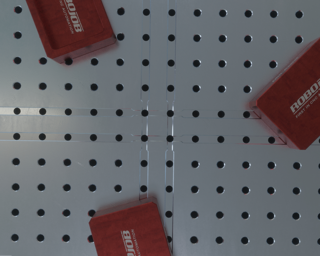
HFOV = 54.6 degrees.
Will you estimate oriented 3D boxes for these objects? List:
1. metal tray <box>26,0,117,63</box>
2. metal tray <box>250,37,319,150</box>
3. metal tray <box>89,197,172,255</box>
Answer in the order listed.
[{"bbox_3d":[-0.123,-0.163,0.409,0.090,0.030,0.129,-21,90,0],"label":"metal tray"},{"bbox_3d":[0.198,-0.046,0.412,0.130,0.030,0.090,-45,90,0],"label":"metal tray"},{"bbox_3d":[-0.032,0.167,0.411,0.090,0.030,0.129,-15,90,0],"label":"metal tray"}]
